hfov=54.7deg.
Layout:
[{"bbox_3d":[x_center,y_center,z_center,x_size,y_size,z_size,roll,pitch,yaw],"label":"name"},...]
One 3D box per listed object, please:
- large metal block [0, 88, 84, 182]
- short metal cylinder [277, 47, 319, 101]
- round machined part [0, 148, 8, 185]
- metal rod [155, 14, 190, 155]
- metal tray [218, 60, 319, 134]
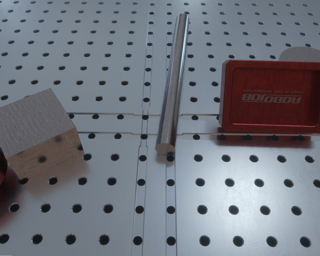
[{"bbox_3d":[-0.153,0.006,0.385,0.081,0.050,0.080,-27,55,-21],"label":"large metal block"},{"bbox_3d":[0.210,-0.075,0.456,0.081,0.050,0.080,0,50,0],"label":"short metal cylinder"},{"bbox_3d":[-0.223,0.054,0.349,0.099,0.042,0.098,0,50,0],"label":"round machined part"},{"bbox_3d":[0.024,-0.088,0.481,0.025,0.025,0.300,5,50,4],"label":"metal rod"},{"bbox_3d":[0.146,-0.041,0.401,0.131,0.089,0.030,2,11,1],"label":"metal tray"}]
